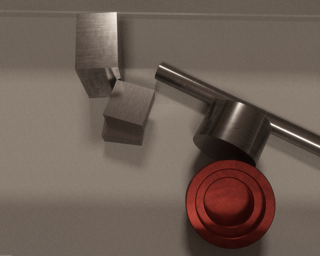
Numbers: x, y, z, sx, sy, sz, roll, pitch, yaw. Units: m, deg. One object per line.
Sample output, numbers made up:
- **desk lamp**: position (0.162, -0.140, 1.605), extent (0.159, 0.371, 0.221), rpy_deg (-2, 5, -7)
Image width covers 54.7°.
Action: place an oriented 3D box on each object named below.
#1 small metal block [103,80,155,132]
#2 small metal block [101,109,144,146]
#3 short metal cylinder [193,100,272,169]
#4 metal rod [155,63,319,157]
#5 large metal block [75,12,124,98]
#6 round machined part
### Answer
- **small metal block**: position (-0.038, -0.028, 0.393), extent (0.050, 0.025, 0.050), rpy_deg (16, 71, 5)
- **small metal block**: position (-0.046, -0.006, 0.411), extent (0.050, 0.025, 0.050), rpy_deg (7, 70, 2)
- **short metal cylinder**: position (0.088, 0.009, 0.378), extent (0.080, 0.080, 0.050), rpy_deg (27, 72, 9)
- **metal rod**: position (0.132, -0.014, 0.416), extent (0.301, 0.025, 0.025), rpy_deg (27, 72, 9)
- **large metal block**: position (-0.077, -0.094, 0.414), extent (0.050, 0.080, 0.080), rpy_deg (-4, 70, -2)
- **round machined part**: position (0.079, 0.085, 0.363), extent (0.099, 0.042, 0.097), rpy_deg (0, 84, 3)
